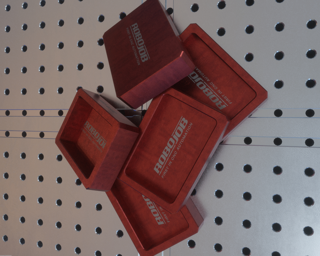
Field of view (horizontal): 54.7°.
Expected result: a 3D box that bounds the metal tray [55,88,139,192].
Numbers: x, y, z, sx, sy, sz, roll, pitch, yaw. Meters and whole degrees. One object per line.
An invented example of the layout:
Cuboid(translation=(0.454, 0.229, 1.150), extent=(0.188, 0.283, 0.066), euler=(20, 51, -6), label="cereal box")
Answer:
Cuboid(translation=(-0.088, 0.011, 0.407), extent=(0.130, 0.030, 0.090), euler=(37, 103, 47), label="metal tray")

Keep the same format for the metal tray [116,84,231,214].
Cuboid(translation=(0.014, 0.024, 0.372), extent=(0.090, 0.030, 0.129), euler=(30, 99, 17), label="metal tray")

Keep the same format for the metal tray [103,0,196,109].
Cuboid(translation=(-0.019, -0.096, 0.384), extent=(0.090, 0.030, 0.130), euler=(-32, 50, 16), label="metal tray")

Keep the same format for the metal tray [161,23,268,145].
Cuboid(translation=(0.057, -0.054, 0.389), extent=(0.090, 0.030, 0.130), euler=(-45, 77, 14), label="metal tray")

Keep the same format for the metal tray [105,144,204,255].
Cuboid(translation=(-0.014, 0.095, 0.414), extent=(0.090, 0.030, 0.130), euler=(-34, 79, 16), label="metal tray")
